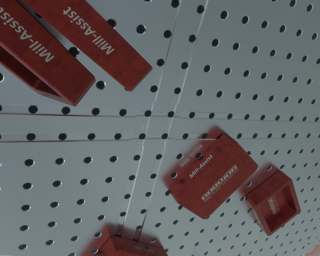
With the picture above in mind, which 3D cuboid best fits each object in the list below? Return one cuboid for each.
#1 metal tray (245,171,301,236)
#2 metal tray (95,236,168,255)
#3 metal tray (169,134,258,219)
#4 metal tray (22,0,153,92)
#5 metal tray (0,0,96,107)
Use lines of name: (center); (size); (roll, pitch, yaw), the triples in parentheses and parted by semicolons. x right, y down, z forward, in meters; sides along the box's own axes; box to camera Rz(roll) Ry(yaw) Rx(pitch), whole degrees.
metal tray: (0.232, 0.156, 0.629); (0.090, 0.030, 0.130); (-36, 129, -4)
metal tray: (-0.054, 0.237, 0.524); (0.130, 0.030, 0.090); (32, 100, -38)
metal tray: (0.090, 0.082, 0.507); (0.130, 0.030, 0.090); (-46, 129, 4)
metal tray: (-0.072, -0.094, 0.270); (0.030, 0.090, 0.130); (-47, 129, 5)
metal tray: (-0.124, -0.074, 0.252); (0.030, 0.090, 0.130); (-56, 131, -15)
